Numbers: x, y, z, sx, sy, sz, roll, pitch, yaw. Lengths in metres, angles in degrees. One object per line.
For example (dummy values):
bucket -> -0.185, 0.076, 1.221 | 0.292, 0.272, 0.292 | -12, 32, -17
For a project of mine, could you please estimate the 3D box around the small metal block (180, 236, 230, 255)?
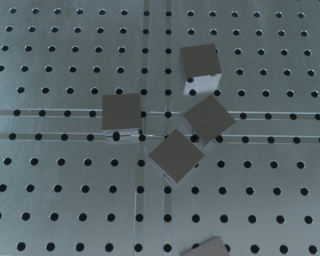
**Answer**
small metal block -> 0.056, 0.159, 0.354 | 0.050, 0.025, 0.050 | -23, 72, -9

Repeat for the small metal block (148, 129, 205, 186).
small metal block -> 0.021, 0.038, 0.398 | 0.050, 0.025, 0.050 | 43, 75, 13

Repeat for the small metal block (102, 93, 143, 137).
small metal block -> -0.050, -0.018, 0.418 | 0.050, 0.025, 0.050 | -4, 70, -2

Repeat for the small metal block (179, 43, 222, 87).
small metal block -> 0.057, -0.091, 0.446 | 0.050, 0.025, 0.050 | -8, 70, -4

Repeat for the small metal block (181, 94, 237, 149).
small metal block -> 0.064, -0.009, 0.416 | 0.050, 0.025, 0.050 | -36, 74, -12
